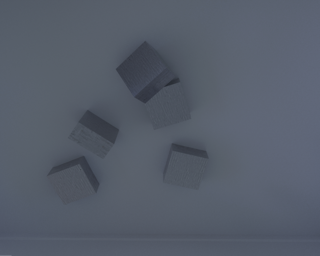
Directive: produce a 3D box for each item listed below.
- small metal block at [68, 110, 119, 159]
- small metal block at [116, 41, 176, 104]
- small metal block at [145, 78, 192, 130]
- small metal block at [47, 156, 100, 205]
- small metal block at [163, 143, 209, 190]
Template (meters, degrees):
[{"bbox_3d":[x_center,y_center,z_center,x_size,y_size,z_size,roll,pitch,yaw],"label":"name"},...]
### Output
[{"bbox_3d":[-0.084,0.007,0.400,0.050,0.050,0.025,33,107,-12],"label":"small metal block"},{"bbox_3d":[-0.018,-0.067,0.372,0.050,0.025,0.050,-41,61,13],"label":"small metal block"},{"bbox_3d":[0.009,-0.031,0.400,0.050,0.025,0.050,-17,109,6],"label":"small metal block"},{"bbox_3d":[-0.121,0.074,0.437,0.050,0.025,0.050,-21,109,7],"label":"small metal block"},{"bbox_3d":[0.035,0.054,0.431,0.050,0.025,0.050,13,110,-5],"label":"small metal block"}]
